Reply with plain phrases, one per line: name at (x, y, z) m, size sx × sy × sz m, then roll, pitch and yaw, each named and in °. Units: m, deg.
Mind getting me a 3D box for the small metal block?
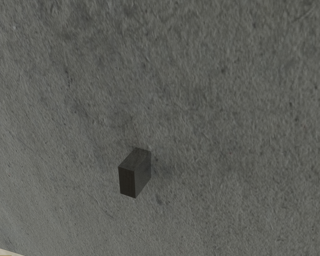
small metal block at (-0.035, 0.064, 0.450) m, size 0.025 × 0.050 × 0.050 m, roll 14°, pitch 124°, yaw 21°
